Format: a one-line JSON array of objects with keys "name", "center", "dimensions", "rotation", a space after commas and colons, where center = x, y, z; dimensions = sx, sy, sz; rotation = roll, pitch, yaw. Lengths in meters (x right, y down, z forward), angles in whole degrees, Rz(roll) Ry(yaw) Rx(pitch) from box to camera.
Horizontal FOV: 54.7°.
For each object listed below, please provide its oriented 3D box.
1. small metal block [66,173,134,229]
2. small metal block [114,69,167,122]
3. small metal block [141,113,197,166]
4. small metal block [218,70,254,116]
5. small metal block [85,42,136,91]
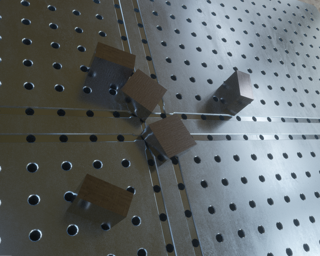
[{"name": "small metal block", "center": [-0.061, 0.076, 0.314], "dimensions": [0.050, 0.050, 0.025], "rotation": [26, 53, -12]}, {"name": "small metal block", "center": [-0.026, -0.045, 0.423], "dimensions": [0.050, 0.025, 0.050], "rotation": [36, 51, -5]}, {"name": "small metal block", "center": [0.012, 0.014, 0.407], "dimensions": [0.050, 0.025, 0.050], "rotation": [-23, 74, -36]}, {"name": "small metal block", "center": [0.120, -0.055, 0.493], "dimensions": [0.025, 0.050, 0.050], "rotation": [14, 56, -21]}, {"name": "small metal block", "center": [-0.065, -0.079, 0.406], "dimensions": [0.050, 0.050, 0.025], "rotation": [16, 55, -19]}]
